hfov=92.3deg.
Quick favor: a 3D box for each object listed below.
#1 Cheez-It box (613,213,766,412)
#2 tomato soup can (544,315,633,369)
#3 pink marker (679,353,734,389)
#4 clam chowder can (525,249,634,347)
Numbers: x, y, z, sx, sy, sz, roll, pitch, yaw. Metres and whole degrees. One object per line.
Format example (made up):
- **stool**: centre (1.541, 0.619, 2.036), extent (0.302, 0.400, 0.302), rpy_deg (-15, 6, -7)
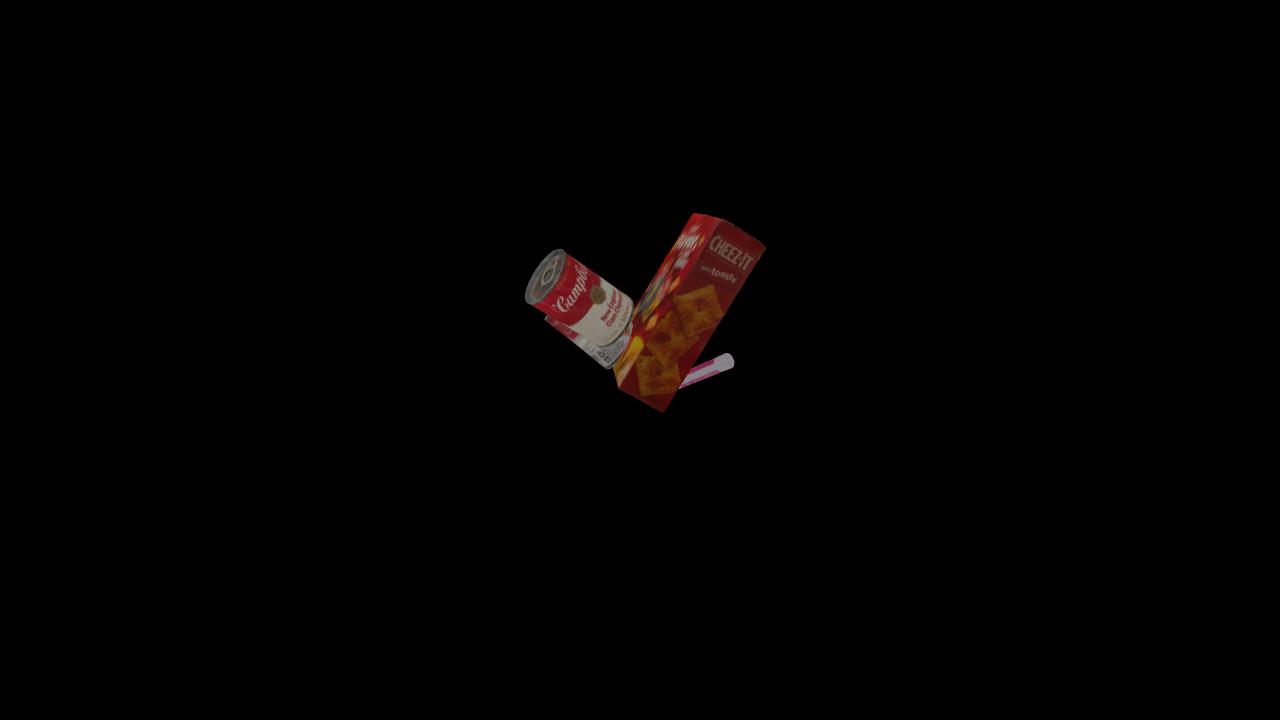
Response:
- **Cheez-It box**: centre (0.048, -0.067, 0.753), extent (0.071, 0.223, 0.166), rpy_deg (29, 10, -14)
- **tomato soup can**: centre (-0.059, -0.044, 0.765), extent (0.101, 0.068, 0.068), rpy_deg (39, -9, -11)
- **pink marker**: centre (0.063, 0.019, 0.740), extent (0.020, 0.020, 0.121), rpy_deg (0, -18, -41)
- **clam chowder can**: centre (-0.064, -0.065, 0.671), extent (0.102, 0.068, 0.068), rpy_deg (32, -19, -32)
